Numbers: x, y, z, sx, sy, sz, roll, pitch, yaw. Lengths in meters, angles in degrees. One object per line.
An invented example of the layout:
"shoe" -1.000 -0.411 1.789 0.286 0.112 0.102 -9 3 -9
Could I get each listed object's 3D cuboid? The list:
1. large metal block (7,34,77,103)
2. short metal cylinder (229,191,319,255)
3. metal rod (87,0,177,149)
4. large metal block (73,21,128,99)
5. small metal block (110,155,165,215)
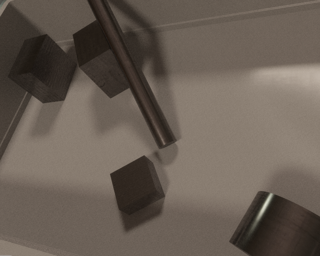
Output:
"large metal block" -0.198 -0.099 0.533 0.050 0.080 0.080 -4 60 26
"short metal cylinder" 0.106 0.096 0.256 0.080 0.080 0.050 26 76 36
"metal rod" -0.055 -0.110 0.419 0.025 0.025 0.299 -28 78 10
"large metal block" -0.084 -0.106 0.478 0.050 0.080 0.080 -29 52 10
"small metal block" -0.028 0.069 0.377 0.050 0.025 0.050 -29 52 9
